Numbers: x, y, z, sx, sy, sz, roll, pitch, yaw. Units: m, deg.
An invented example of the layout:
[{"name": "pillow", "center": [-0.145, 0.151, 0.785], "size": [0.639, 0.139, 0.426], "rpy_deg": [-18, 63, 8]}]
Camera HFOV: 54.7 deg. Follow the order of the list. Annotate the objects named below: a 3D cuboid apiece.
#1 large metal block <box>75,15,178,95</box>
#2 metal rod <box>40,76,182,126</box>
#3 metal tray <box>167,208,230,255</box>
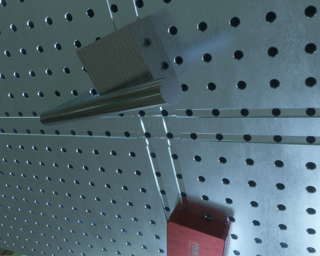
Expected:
[{"name": "large metal block", "center": [-0.038, -0.075, 0.367], "size": [0.080, 0.050, 0.080], "rpy_deg": [-14, 111, 33]}, {"name": "metal rod", "center": [-0.085, -0.024, 0.380], "size": [0.299, 0.025, 0.025], "rpy_deg": [-5, 118, 51]}, {"name": "metal tray", "center": [0.058, 0.197, 0.498], "size": [0.090, 0.030, 0.129], "rpy_deg": [12, 124, 21]}]
